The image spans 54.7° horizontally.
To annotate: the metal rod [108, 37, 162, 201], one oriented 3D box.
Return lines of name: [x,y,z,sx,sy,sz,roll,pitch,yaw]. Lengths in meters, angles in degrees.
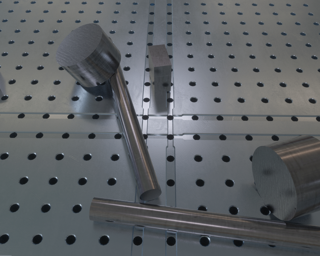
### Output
metal rod: [-0.052,-0.036,0.436,0.025,0.025,0.300,-12,51,-10]

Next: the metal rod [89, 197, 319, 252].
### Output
metal rod: [0.077,0.103,0.321,0.302,0.025,0.025,6,50,5]

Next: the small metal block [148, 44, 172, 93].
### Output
small metal block: [-0.001,-0.089,0.466,0.025,0.050,0.050,-8,51,-7]

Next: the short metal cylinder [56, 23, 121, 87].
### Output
short metal cylinder: [-0.106,-0.108,0.462,0.080,0.050,0.080,-14,55,21]

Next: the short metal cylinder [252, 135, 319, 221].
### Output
short metal cylinder: [0.141,0.052,0.329,0.050,0.080,0.080,-13,51,-11]
